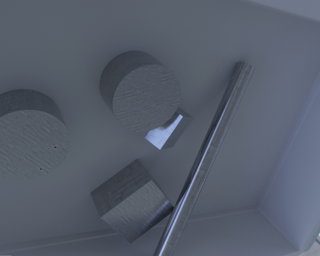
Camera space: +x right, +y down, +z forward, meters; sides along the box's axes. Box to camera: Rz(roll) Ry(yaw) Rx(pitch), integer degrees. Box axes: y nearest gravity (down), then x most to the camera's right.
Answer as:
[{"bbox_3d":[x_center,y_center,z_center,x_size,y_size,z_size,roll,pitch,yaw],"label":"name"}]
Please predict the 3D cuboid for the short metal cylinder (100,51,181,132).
[{"bbox_3d":[-0.023,-0.042,0.355,0.081,0.050,0.079,-14,124,-21],"label":"short metal cylinder"}]

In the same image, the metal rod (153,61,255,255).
[{"bbox_3d":[0.060,0.051,0.432,0.025,0.025,0.299,21,94,-36],"label":"metal rod"}]

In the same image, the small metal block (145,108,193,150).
[{"bbox_3d":[0.013,-0.001,0.401,0.050,0.025,0.050,-56,164,12],"label":"small metal block"}]

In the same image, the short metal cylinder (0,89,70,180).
[{"bbox_3d":[-0.139,0.006,0.321,0.081,0.050,0.079,-14,125,-21],"label":"short metal cylinder"}]

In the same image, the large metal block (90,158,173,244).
[{"bbox_3d":[-0.037,0.104,0.438,0.080,0.050,0.080,-36,130,-4],"label":"large metal block"}]
